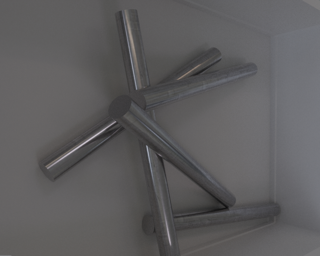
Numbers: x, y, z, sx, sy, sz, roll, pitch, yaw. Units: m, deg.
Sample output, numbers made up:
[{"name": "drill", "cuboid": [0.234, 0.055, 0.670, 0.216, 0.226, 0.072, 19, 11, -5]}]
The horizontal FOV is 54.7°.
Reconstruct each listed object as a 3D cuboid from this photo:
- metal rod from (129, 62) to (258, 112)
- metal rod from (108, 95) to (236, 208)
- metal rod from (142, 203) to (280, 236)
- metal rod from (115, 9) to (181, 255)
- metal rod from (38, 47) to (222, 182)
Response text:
[{"name": "metal rod", "cuboid": [0.067, -0.064, 0.424, 0.302, 0.025, 0.025, -23, 105, -49]}, {"name": "metal rod", "cuboid": [0.037, 0.049, 0.389, 0.300, 0.025, 0.025, 43, 63, -48]}, {"name": "metal rod", "cuboid": [0.100, 0.139, 0.490, 0.302, 0.025, 0.025, 8, 85, -40]}, {"name": "metal rod", "cuboid": [-0.012, 0.018, 0.362, 0.025, 0.025, 0.298, -17, 101, -39]}, {"name": "metal rod", "cuboid": [-0.015, -0.034, 0.393, 0.302, 0.025, 0.025, -38, 114, -33]}]
